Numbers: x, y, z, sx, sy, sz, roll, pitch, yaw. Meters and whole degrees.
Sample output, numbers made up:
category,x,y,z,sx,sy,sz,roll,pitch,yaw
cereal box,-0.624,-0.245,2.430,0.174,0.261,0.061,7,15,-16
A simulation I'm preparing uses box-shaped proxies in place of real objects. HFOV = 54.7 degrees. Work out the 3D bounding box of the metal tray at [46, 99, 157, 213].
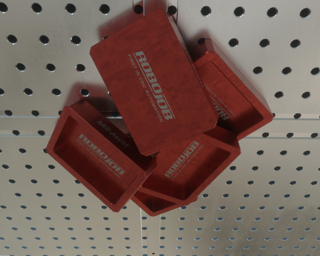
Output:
category,x,y,z,sx,sy,sz,roll,pitch,yaw
metal tray,-0.078,0.037,0.398,0.130,0.030,0.089,40,124,6

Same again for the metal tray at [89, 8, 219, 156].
category,x,y,z,sx,sy,sz,roll,pitch,yaw
metal tray,-0.005,-0.045,0.330,0.090,0.030,0.129,-24,96,18

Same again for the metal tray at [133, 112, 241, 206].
category,x,y,z,sx,sy,sz,roll,pitch,yaw
metal tray,0.031,0.046,0.408,0.091,0.030,0.129,23,126,-19

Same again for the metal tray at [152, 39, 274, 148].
category,x,y,z,sx,sy,sz,roll,pitch,yaw
metal tray,0.065,-0.033,0.381,0.090,0.030,0.130,-36,122,26

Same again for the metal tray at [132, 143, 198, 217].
category,x,y,z,sx,sy,sz,roll,pitch,yaw
metal tray,-0.011,0.081,0.477,0.090,0.030,0.130,-26,126,20
